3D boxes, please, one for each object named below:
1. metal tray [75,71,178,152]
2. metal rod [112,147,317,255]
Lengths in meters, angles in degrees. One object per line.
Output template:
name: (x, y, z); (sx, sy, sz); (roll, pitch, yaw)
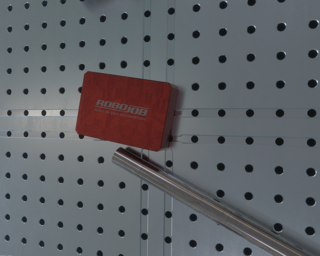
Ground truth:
metal tray: (-0.048, -0.024, 0.427); (0.130, 0.030, 0.089); (11, 94, 19)
metal rod: (0.068, 0.103, 0.388); (0.301, 0.025, 0.025); (27, 99, 17)
